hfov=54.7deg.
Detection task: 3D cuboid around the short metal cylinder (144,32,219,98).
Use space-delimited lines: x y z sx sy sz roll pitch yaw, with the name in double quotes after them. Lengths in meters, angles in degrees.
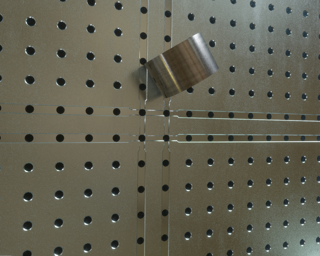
0.028 -0.079 0.395 0.080 0.080 0.050 -33 101 -17 "short metal cylinder"
